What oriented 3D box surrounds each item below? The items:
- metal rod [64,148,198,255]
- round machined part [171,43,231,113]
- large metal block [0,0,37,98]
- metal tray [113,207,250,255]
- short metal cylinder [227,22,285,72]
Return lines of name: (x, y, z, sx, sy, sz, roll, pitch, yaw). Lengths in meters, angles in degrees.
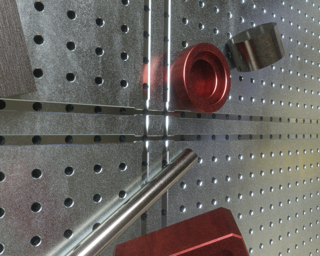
metal rod: (-0.054, 0.116, 0.365, 0.302, 0.025, 0.025, -37, 113, -34)
round machined part: (0.055, -0.070, 0.446, 0.099, 0.042, 0.097, 0, 90, -40)
large metal block: (-0.161, -0.062, 0.259, 0.081, 0.050, 0.079, -17, 101, -39)
metal tray: (0.031, 0.131, 0.229, 0.090, 0.030, 0.129, -22, 110, 4)
short metal cylinder: (0.157, -0.132, 0.508, 0.080, 0.080, 0.050, -40, 115, -33)
